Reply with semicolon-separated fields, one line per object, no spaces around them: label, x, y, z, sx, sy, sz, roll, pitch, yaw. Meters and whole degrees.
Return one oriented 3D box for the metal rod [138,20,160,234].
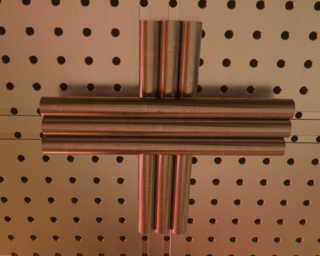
metal rod;-0.017;0.013;0.418;0.025;0.025;0.298;2;110;-1

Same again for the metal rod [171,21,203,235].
metal rod;0.033;0.014;0.419;0.025;0.025;0.298;2;110;-1

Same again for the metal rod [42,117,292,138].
metal rod;0.009;-0.001;0.386;0.302;0.025;0.025;0;110;-1

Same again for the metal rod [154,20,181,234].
metal rod;0.008;0.012;0.418;0.025;0.025;0.298;2;110;-1

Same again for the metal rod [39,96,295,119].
metal rod;0.009;-0.025;0.377;0.302;0.025;0.025;0;110;-1

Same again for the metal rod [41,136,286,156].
metal rod;0.005;0.022;0.395;0.302;0.025;0.025;0;110;-1
